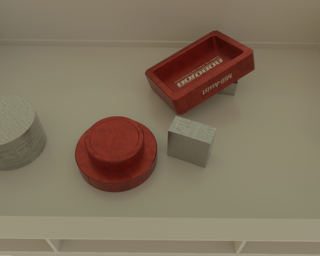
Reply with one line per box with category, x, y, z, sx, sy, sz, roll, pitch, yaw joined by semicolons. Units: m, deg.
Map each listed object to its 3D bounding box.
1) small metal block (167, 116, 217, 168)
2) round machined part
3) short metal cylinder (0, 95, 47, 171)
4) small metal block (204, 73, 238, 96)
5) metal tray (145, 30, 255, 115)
small metal block;0.037;0.017;0.375;0.050;0.050;0.025;17;52;14
round machined part;-0.053;0.024;0.373;0.099;0.042;0.098;0;50;0
short metal cylinder;-0.188;0.006;0.382;0.081;0.050;0.080;0;50;0
small metal block;0.091;-0.078;0.472;0.050;0.025;0.050;9;50;6
metal tray;0.055;-0.083;0.441;0.131;0.030;0.090;-32;45;-8
